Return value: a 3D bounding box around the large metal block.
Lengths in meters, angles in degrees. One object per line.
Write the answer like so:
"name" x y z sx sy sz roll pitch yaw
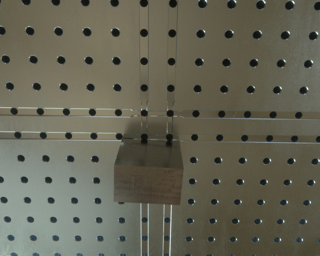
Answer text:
"large metal block" -0.014 0.054 0.404 0.080 0.080 0.050 3 110 -1
